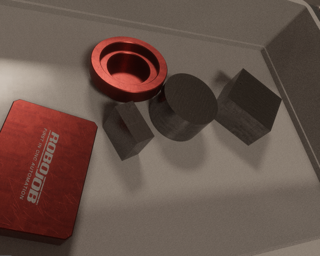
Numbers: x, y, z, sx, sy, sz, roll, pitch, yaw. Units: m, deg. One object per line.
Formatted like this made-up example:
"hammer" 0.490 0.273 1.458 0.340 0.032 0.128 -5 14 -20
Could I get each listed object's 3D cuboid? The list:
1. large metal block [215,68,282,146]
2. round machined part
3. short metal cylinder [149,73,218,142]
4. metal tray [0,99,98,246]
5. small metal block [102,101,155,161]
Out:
"large metal block" 0.134 -0.033 0.485 0.080 0.050 0.080 38 51 -3
"round machined part" -0.043 -0.072 0.409 0.099 0.042 0.098 9 54 -12
"short metal cylinder" 0.032 -0.028 0.425 0.081 0.050 0.080 14 56 -21
"metal tray" -0.122 0.042 0.312 0.091 0.030 0.130 18 54 -18
"small metal block" -0.039 0.004 0.367 0.025 0.050 0.050 -22 74 -36
